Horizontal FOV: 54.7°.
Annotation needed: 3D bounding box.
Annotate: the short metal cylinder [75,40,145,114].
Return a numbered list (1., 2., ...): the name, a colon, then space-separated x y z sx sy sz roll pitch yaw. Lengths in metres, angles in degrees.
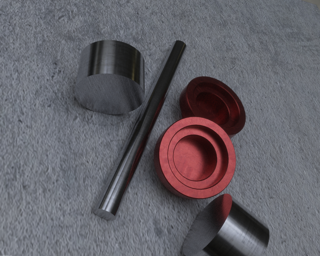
1. short metal cylinder: -0.059 -0.059 0.374 0.081 0.080 0.050 12 57 -22

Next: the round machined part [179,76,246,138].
1. round machined part: 0.071 -0.023 0.446 0.099 0.042 0.098 15 54 -21

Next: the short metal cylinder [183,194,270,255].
1. short metal cylinder: 0.070 0.119 0.335 0.050 0.080 0.080 40 51 -2

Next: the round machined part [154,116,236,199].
1. round machined part: 0.039 0.038 0.381 0.099 0.042 0.098 4 75 -16

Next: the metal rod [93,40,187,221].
1. metal rod: -0.013 -0.021 0.411 0.025 0.025 0.300 30 52 -10
